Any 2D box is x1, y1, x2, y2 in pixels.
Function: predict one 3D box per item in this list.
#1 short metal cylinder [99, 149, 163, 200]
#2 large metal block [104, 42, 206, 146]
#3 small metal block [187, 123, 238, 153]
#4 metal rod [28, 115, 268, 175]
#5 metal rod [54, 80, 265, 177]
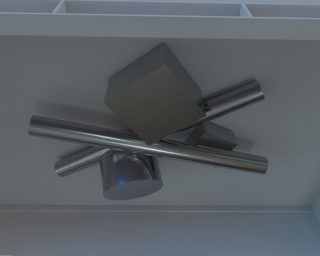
[{"bbox_3d":[-0.040,0.062,0.425,0.081,0.050,0.080,-10,153,-5],"label":"short metal cylinder"},{"bbox_3d":[-0.004,-0.037,0.359,0.080,0.050,0.080,-29,125,22],"label":"large metal block"},{"bbox_3d":[0.069,0.023,0.425,0.050,0.025,0.050,21,127,-17],"label":"small metal block"},{"bbox_3d":[-0.007,0.024,0.394,0.302,0.025,0.025,10,129,-9],"label":"metal rod"},{"bbox_3d":[-0.013,0.008,0.413,0.300,0.025,0.025,-22,127,17],"label":"metal rod"}]
